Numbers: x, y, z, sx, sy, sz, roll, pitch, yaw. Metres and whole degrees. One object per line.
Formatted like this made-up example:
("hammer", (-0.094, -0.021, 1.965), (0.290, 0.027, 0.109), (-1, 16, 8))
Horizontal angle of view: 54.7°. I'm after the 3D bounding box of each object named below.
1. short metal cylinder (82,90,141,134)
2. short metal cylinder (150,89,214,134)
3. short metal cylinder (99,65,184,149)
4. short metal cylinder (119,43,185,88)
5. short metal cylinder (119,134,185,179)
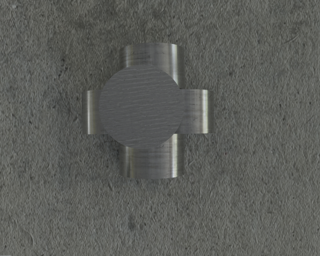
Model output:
("short metal cylinder", (-0.055, -0.018, 0.383), (0.081, 0.080, 0.050), (-1, 90, -1))
("short metal cylinder", (0.026, -0.019, 0.384), (0.081, 0.080, 0.050), (0, 90, -1))
("short metal cylinder", (-0.018, -0.020, 0.318), (0.081, 0.050, 0.079), (0, 90, -1))
("short metal cylinder", (-0.009, -0.070, 0.383), (0.081, 0.080, 0.050), (-2, 90, -1))
("short metal cylinder", (-0.010, 0.031, 0.383), (0.081, 0.080, 0.050), (0, 90, -1))
